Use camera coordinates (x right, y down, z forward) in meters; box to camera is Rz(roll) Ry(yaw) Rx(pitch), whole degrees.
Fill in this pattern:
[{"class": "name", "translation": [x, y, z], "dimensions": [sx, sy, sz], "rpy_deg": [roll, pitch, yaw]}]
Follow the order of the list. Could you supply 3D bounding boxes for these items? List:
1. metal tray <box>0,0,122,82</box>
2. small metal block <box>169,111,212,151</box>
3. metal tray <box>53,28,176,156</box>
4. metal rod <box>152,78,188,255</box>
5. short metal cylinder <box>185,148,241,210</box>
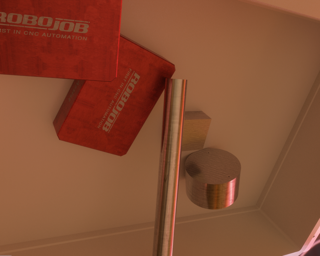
[{"class": "metal tray", "translation": [-0.101, -0.092, 0.270], "dimensions": [0.131, 0.030, 0.089], "rpy_deg": [2, 118, -12]}, {"class": "small metal block", "translation": [0.039, 0.004, 0.435], "dimensions": [0.050, 0.025, 0.050], "rpy_deg": [-3, 120, -28]}, {"class": "metal tray", "translation": [-0.052, -0.036, 0.356], "dimensions": [0.091, 0.030, 0.129], "rpy_deg": [21, 107, -36]}, {"class": "metal rod", "translation": [0.008, 0.092, 0.371], "dimensions": [0.025, 0.025, 0.298], "rpy_deg": [-1, 100, -29]}, {"class": "short metal cylinder", "translation": [0.078, 0.074, 0.464], "dimensions": [0.081, 0.080, 0.050], "rpy_deg": [-17, 126, -19]}]
